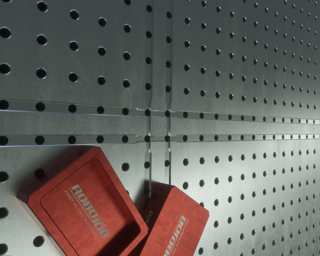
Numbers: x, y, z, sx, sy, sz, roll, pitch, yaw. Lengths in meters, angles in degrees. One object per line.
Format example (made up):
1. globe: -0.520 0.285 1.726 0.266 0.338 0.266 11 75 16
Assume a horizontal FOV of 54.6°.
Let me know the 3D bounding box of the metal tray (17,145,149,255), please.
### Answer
1. metal tray: -0.077 0.095 0.340 0.090 0.030 0.130 -40 115 -32

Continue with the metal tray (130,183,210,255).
1. metal tray: 0.008 0.151 0.412 0.090 0.030 0.130 42 65 -32
